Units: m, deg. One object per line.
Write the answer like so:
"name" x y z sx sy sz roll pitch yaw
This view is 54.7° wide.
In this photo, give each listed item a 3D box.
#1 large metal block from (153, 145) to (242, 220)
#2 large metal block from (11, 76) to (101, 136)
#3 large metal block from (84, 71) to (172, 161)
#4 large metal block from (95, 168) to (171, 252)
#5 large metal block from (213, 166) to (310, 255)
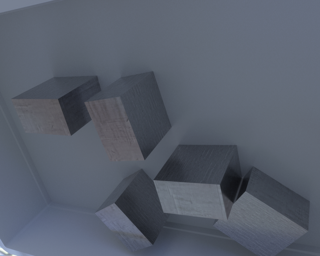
"large metal block" 0.050 0.063 0.385 0.080 0.080 0.050 -1 118 28
"large metal block" -0.134 -0.033 0.421 0.080 0.080 0.050 3 120 26
"large metal block" -0.035 -0.015 0.381 0.050 0.080 0.080 -5 116 30
"large metal block" -0.035 0.122 0.466 0.050 0.080 0.080 -34 100 38
"large metal block" 0.127 0.109 0.393 0.080 0.050 0.079 33 128 6
